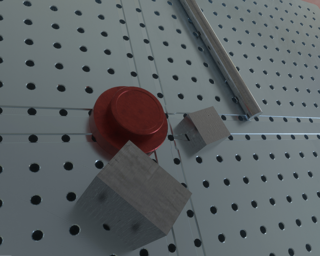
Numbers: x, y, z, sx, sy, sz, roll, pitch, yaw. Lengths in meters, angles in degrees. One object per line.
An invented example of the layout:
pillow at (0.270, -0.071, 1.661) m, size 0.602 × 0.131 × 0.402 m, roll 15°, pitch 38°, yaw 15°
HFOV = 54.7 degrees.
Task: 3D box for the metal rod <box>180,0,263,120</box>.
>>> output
metal rod at (0.095, -0.148, 0.549) m, size 0.025 × 0.025 × 0.299 m, roll -13°, pitch 68°, yaw -34°

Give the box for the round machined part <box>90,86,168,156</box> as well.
round machined part at (-0.034, -0.013, 0.387) m, size 0.099 × 0.042 × 0.098 m, roll 14°, pitch 56°, yaw -21°

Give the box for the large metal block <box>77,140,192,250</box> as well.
large metal block at (-0.028, 0.071, 0.314) m, size 0.080 × 0.080 × 0.050 m, roll 41°, pitch 51°, yaw -1°

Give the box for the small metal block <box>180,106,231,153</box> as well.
small metal block at (0.065, 0.001, 0.442) m, size 0.050 × 0.025 × 0.050 m, roll -18°, pitch 72°, yaw -35°
